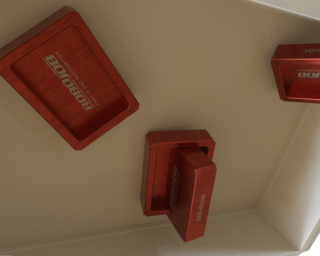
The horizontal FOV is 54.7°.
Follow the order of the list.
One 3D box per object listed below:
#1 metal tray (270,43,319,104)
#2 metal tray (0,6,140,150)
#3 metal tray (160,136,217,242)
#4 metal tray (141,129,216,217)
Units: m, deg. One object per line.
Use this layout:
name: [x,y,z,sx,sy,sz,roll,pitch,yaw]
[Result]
metal tray: [0.227,-0.072,0.421,0.090,0.130,0.030,53,56,-44]
metal tray: [-0.091,-0.046,0.327,0.090,0.030,0.130,-36,130,-4]
metal tray: [0.034,0.083,0.438,0.030,0.090,0.129,-11,123,-24]
metal tray: [0.022,0.066,0.444,0.091,0.030,0.129,-2,121,-15]
